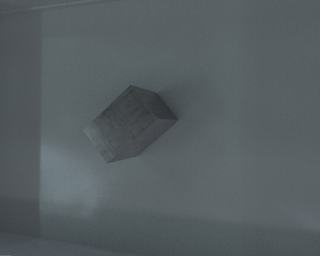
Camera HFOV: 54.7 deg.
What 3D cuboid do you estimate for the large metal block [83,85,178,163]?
[{"bbox_3d":[-0.033,-0.004,0.389,0.080,0.080,0.050,-41,77,15],"label":"large metal block"}]
